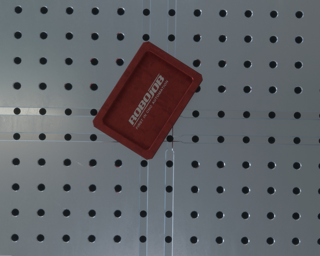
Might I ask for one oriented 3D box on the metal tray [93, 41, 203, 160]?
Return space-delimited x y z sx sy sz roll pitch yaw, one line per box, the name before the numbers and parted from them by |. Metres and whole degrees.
metal tray | -0.016 -0.035 0.410 0.090 0.030 0.130 33 90 0
